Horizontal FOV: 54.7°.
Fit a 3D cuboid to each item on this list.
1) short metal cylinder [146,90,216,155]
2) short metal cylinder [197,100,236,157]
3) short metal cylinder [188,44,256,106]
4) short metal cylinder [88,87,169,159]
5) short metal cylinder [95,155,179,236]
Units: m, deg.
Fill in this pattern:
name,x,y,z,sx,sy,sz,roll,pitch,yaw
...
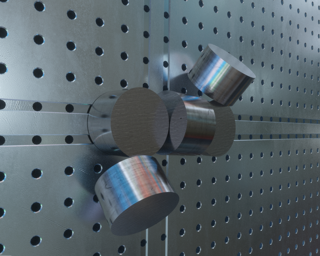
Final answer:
name,x,y,z,sx,sy,sz,roll,pitch,yaw
short metal cylinder,0.024,-0.005,0.395,0.050,0.080,0.080,6,86,-40
short metal cylinder,0.064,0.000,0.448,0.081,0.050,0.079,0,90,-40
short metal cylinder,0.087,-0.075,0.440,0.081,0.080,0.050,11,125,-40
short metal cylinder,-0.036,-0.006,0.363,0.081,0.050,0.079,0,90,-40
short metal cylinder,-0.026,0.076,0.346,0.081,0.050,0.080,-21,144,-16
